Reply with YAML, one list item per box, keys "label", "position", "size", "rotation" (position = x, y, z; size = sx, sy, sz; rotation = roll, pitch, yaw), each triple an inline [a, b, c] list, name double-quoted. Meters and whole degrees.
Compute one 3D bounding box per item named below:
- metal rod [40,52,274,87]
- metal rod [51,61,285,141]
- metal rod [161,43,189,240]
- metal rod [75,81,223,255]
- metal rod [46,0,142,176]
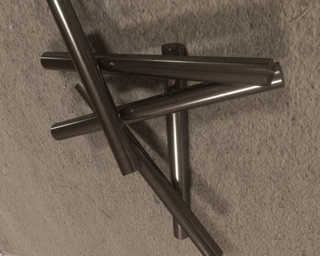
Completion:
- label: "metal rod"
  position: [-0.029, -0.071, 0.350]
  size: [0.300, 0.025, 0.025]
  rotation: [10, 123, 32]
- label: "metal rod"
  position: [-0.014, -0.023, 0.363]
  size: [0.300, 0.025, 0.025]
  rotation: [-12, 112, 28]
- label: "metal rod"
  position: [0.024, 0.038, 0.416]
  size: [0.025, 0.025, 0.298]
  rotation: [9, 123, 23]
- label: "metal rod"
  position: [-0.015, 0.057, 0.423]
  size: [0.025, 0.025, 0.299]
  rotation: [-37, 90, 38]
- label: "metal rod"
  position: [-0.091, -0.087, 0.354]
  size: [0.025, 0.025, 0.299]
  rotation: [-21, 94, 35]
